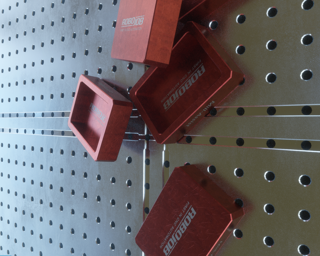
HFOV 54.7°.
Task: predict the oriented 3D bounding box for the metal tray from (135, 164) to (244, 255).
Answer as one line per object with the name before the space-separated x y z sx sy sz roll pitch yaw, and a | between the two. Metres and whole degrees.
metal tray | 0.030 0.122 0.380 0.090 0.030 0.129 41 114 32

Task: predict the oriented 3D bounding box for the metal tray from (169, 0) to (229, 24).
metal tray | 0.041 -0.202 0.371 0.090 0.030 0.129 -27 73 36

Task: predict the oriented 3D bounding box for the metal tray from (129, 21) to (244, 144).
metal tray | 0.026 -0.052 0.382 0.129 0.030 0.090 -45 63 30

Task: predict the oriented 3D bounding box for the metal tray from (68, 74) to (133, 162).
metal tray | -0.093 -0.018 0.459 0.130 0.030 0.089 37 114 49

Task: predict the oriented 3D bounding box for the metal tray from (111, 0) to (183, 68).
metal tray | -0.022 -0.127 0.390 0.130 0.030 0.089 30 110 61
